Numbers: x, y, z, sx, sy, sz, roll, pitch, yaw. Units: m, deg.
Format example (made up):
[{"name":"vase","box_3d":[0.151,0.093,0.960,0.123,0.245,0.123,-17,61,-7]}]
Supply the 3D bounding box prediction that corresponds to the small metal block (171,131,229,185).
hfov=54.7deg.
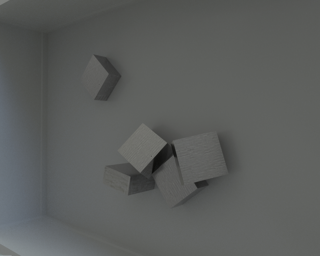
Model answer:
[{"name":"small metal block","box_3d":[0.044,0.035,0.352,0.025,0.050,0.050,108,149,-77]}]

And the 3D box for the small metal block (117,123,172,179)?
[{"name":"small metal block","box_3d":[-0.019,0.030,0.408,0.050,0.025,0.050,-48,55,-5]}]

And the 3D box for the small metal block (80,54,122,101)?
[{"name":"small metal block","box_3d":[-0.094,-0.078,0.485,0.050,0.025,0.050,51,120,28]}]

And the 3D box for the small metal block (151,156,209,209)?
[{"name":"small metal block","box_3d":[0.024,0.065,0.387,0.050,0.025,0.050,-45,63,31]}]

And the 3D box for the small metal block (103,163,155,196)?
[{"name":"small metal block","box_3d":[-0.041,0.068,0.425,0.050,0.050,0.025,15,100,39]}]
